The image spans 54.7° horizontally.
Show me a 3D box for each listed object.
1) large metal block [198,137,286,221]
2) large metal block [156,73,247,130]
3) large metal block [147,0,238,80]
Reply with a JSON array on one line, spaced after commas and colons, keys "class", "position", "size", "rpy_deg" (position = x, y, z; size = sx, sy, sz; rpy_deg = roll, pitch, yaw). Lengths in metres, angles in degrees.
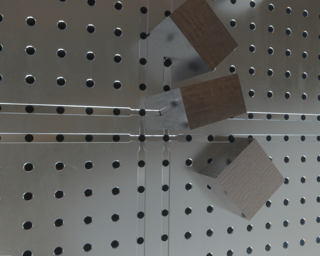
[{"class": "large metal block", "position": [0.117, 0.070, 0.444], "size": [0.080, 0.050, 0.080], "rpy_deg": [-42, 104, -15]}, {"class": "large metal block", "position": [0.051, -0.033, 0.403], "size": [0.081, 0.080, 0.050], "rpy_deg": [-17, 96, -20]}, {"class": "large metal block", "position": [0.039, -0.113, 0.399], "size": [0.050, 0.080, 0.080], "rpy_deg": [-45, 104, -15]}]
